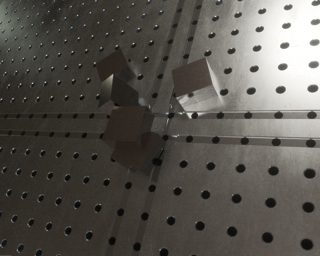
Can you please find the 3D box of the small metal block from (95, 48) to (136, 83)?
[{"bbox_3d":[-0.072,-0.094,0.502,0.050,0.025,0.050,-30,52,8],"label":"small metal block"}]

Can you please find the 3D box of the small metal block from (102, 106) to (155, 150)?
[{"bbox_3d":[-0.040,0.000,0.396,0.050,0.025,0.050,1,62,28],"label":"small metal block"}]

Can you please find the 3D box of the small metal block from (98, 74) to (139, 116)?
[{"bbox_3d":[-0.057,-0.040,0.439,0.025,0.050,0.050,-30,43,30],"label":"small metal block"}]

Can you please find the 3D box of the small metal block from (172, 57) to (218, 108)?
[{"bbox_3d":[0.047,-0.062,0.421,0.050,0.025,0.050,-18,55,17],"label":"small metal block"}]

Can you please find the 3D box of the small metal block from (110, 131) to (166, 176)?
[{"bbox_3d":[-0.028,0.028,0.404,0.050,0.025,0.050,17,70,34],"label":"small metal block"}]
